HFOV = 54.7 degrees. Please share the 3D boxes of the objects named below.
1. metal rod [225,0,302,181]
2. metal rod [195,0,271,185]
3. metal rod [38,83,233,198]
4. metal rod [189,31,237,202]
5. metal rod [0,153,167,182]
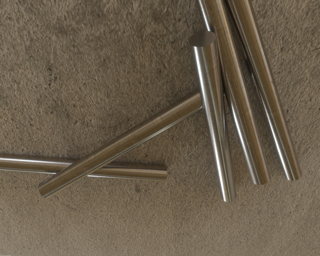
[{"bbox_3d":[0.135,-0.032,0.380,0.025,0.025,0.299,-21,127,17],"label":"metal rod"},{"bbox_3d":[0.077,-0.055,0.331,0.025,0.025,0.299,-17,119,14],"label":"metal rod"},{"bbox_3d":[-0.039,0.016,0.400,0.300,0.025,0.025,-30,124,16],"label":"metal rod"},{"bbox_3d":[0.075,0.014,0.392,0.025,0.025,0.299,-11,138,9],"label":"metal rod"},{"bbox_3d":[-0.141,0.056,0.452,0.302,0.025,0.025,5,130,-5],"label":"metal rod"}]
